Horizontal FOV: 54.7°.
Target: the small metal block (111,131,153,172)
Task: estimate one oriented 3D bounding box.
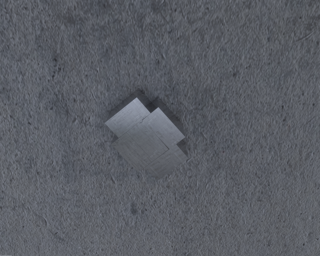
[{"bbox_3d":[-0.034,0.022,0.405,0.025,0.050,0.050,-38,106,12],"label":"small metal block"}]

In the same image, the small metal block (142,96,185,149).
[{"bbox_3d":[0.005,-0.008,0.394,0.025,0.050,0.050,-39,106,13],"label":"small metal block"}]

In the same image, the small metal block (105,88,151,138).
[{"bbox_3d":[-0.038,-0.020,0.389,0.050,0.050,0.025,-37,106,12],"label":"small metal block"}]

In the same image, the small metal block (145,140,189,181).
[{"bbox_3d":[0.008,0.035,0.410,0.050,0.050,0.025,-37,106,12],"label":"small metal block"}]

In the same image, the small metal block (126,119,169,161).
[{"bbox_3d":[-0.015,0.007,0.399,0.025,0.050,0.050,-38,106,12],"label":"small metal block"}]
